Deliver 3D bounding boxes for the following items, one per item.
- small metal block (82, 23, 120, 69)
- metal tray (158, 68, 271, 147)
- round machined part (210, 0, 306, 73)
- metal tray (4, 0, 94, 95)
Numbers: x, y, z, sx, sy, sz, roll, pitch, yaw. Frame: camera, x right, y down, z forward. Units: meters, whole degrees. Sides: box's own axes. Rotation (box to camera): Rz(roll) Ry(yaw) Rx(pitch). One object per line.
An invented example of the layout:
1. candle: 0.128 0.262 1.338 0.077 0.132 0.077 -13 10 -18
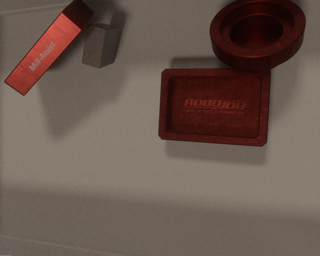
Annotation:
1. small metal block: -0.078 -0.111 0.415 0.025 0.050 0.050 18 113 8
2. metal tray: 0.066 -0.027 0.384 0.130 0.030 0.089 3 91 19
3. round machined part: 0.108 -0.101 0.348 0.098 0.042 0.098 -8 56 12
4. metal tray: -0.148 -0.112 0.421 0.130 0.090 0.030 -40 115 20
